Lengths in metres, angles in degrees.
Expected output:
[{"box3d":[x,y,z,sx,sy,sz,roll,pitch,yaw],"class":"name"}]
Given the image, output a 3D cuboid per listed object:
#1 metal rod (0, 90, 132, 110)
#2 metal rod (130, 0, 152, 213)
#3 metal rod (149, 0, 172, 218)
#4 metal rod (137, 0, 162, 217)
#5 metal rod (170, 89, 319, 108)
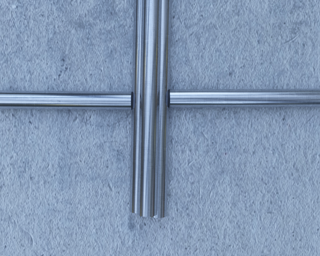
[{"box3d":[-0.188,-0.037,0.408,0.302,0.025,0.025,0,90,-1],"class":"metal rod"},{"box3d":[-0.025,-0.039,0.411,0.025,0.025,0.298,1,90,-1],"class":"metal rod"},{"box3d":[0.000,-0.033,0.412,0.025,0.025,0.298,1,90,-1],"class":"metal rod"},{"box3d":[-0.013,-0.040,0.391,0.025,0.025,0.298,1,90,-1],"class":"metal rod"},{"box3d":[0.164,-0.040,0.413,0.302,0.025,0.025,0,90,-1],"class":"metal rod"}]
